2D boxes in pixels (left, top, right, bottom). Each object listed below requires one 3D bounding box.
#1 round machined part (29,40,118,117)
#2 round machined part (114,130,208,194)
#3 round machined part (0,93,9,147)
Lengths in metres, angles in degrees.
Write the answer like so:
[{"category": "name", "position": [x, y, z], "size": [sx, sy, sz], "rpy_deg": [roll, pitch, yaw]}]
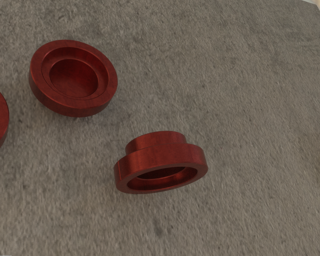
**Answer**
[{"category": "round machined part", "position": [-0.104, -0.054, 0.371], "size": [0.099, 0.042, 0.098], "rpy_deg": [14, 56, -21]}, {"category": "round machined part", "position": [-0.001, 0.036, 0.336], "size": [0.099, 0.097, 0.042], "rpy_deg": [2, 61, -28]}, {"category": "round machined part", "position": [-0.197, -0.003, 0.289], "size": [0.099, 0.042, 0.098], "rpy_deg": [14, 56, -21]}]
